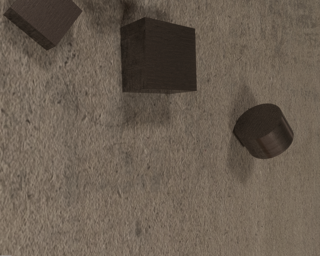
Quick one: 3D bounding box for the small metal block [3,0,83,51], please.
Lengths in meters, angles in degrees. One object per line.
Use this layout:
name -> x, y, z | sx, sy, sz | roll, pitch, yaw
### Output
small metal block -> -0.115, -0.115, 0.309 | 0.050, 0.025, 0.050 | 41, 65, -33

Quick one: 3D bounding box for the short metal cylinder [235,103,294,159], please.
short metal cylinder -> 0.173, 0.005, 0.518 | 0.050, 0.080, 0.080 | 49, 61, -30

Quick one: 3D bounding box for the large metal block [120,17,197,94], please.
large metal block -> -0.001, -0.086, 0.390 | 0.081, 0.050, 0.079 | -3, 92, -40
